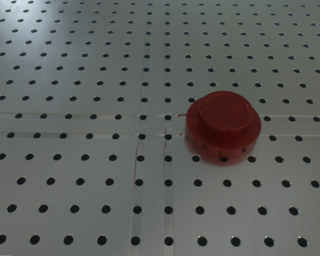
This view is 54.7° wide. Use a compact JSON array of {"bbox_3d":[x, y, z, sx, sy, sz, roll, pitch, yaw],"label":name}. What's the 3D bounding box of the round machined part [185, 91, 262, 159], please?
[{"bbox_3d":[0.084,-0.011,0.407,0.099,0.042,0.098,0,50,0],"label":"round machined part"}]
